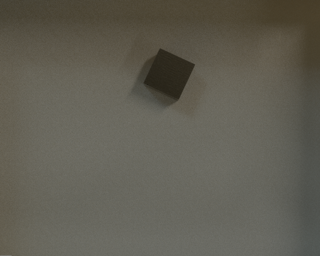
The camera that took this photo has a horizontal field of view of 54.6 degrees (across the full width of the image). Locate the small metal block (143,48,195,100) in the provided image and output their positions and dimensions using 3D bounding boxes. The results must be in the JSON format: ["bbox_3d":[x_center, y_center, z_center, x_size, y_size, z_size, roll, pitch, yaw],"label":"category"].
[{"bbox_3d":[0.012,-0.070,0.411,0.050,0.025,0.050,25,90,0],"label":"small metal block"}]
